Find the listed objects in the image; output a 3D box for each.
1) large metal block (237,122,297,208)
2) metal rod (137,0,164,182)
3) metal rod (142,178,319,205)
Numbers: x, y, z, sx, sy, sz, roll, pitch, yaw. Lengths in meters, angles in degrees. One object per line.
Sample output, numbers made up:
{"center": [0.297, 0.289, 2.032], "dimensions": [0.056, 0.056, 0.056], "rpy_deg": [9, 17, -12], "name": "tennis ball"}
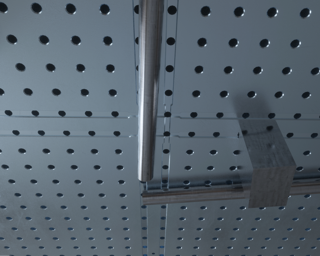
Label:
{"center": [0.139, 0.050, 0.421], "dimensions": [0.050, 0.080, 0.080], "rpy_deg": [-5, 130, 4], "name": "large metal block"}
{"center": [-0.014, -0.041, 0.376], "dimensions": [0.025, 0.025, 0.298], "rpy_deg": [2, 130, -2], "name": "metal rod"}
{"center": [0.123, 0.102, 0.500], "dimensions": [0.302, 0.025, 0.025], "rpy_deg": [-5, 130, 3], "name": "metal rod"}
